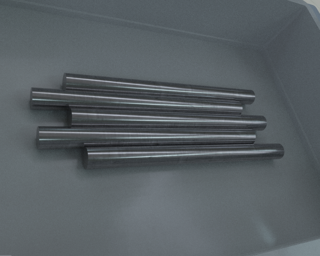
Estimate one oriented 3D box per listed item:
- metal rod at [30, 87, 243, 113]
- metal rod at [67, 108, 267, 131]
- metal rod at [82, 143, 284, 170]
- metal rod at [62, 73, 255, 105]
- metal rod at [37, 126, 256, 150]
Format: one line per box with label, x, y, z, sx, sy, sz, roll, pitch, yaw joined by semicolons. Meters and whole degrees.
metal rod;-0.011;-0.032;0.419;0.303;0.025;0.025;1;62;-28
metal rod;0.029;-0.009;0.427;0.303;0.025;0.025;1;62;-28
metal rod;0.051;0.035;0.412;0.303;0.025;0.025;1;62;-28
metal rod;0.017;-0.053;0.447;0.303;0.025;0.025;1;62;-28
metal rod;0.004;0.012;0.400;0.303;0.025;0.025;1;62;-28
